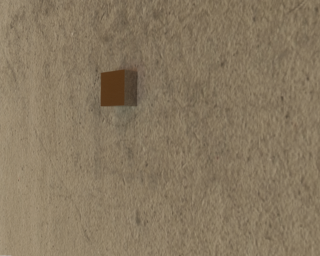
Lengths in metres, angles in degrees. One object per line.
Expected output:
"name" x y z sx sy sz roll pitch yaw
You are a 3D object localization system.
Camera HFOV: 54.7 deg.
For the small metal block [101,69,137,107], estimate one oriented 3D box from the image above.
"small metal block" -0.060 -0.057 0.452 0.050 0.025 0.050 1 91 39
